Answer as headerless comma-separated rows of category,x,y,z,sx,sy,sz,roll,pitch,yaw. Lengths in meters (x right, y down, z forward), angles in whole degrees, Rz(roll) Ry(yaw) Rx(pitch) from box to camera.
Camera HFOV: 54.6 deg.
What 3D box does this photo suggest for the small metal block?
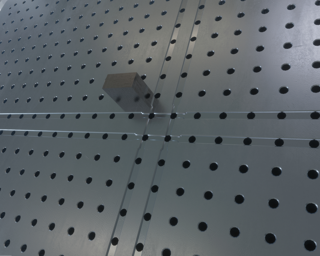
small metal block,-0.046,-0.055,0.451,0.050,0.050,0.025,1,63,29
